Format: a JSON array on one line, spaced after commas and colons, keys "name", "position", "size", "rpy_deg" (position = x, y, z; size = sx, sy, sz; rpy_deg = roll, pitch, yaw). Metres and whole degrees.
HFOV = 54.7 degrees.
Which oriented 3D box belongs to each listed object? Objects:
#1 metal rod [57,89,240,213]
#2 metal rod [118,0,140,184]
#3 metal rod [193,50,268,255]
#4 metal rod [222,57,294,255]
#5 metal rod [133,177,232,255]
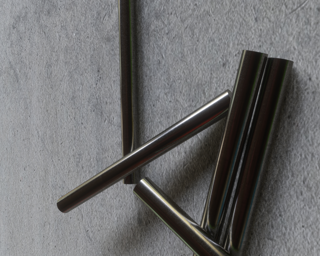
[{"name": "metal rod", "position": [-0.032, 0.042, 0.403], "size": [0.299, 0.025, 0.025], "rpy_deg": [-33, 69, 25]}, {"name": "metal rod", "position": [-0.044, -0.071, 0.441], "size": [0.025, 0.025, 0.298], "rpy_deg": [-3, 88, 40]}, {"name": "metal rod", "position": [0.066, 0.068, 0.339], "size": [0.025, 0.025, 0.298], "rpy_deg": [21, 107, 38]}, {"name": "metal rod", "position": [0.091, 0.077, 0.329], "size": [0.025, 0.025, 0.298], "rpy_deg": [18, 102, 38]}, {"name": "metal rod", "position": [0.084, 0.156, 0.307], "size": [0.300, 0.025, 0.025], "rpy_deg": [40, 115, 23]}]
